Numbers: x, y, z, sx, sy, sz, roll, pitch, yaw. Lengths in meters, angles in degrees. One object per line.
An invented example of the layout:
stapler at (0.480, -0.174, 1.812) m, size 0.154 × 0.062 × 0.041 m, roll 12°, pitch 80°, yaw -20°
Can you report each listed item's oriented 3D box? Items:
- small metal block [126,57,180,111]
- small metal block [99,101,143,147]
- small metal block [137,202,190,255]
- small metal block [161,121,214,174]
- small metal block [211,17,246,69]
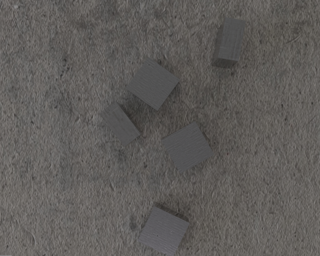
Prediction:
small metal block at (-0.009, -0.057, 0.410) m, size 0.050 × 0.025 × 0.050 m, roll 36°, pitch 90°, yaw 0°
small metal block at (-0.048, -0.005, 0.397) m, size 0.025 × 0.050 × 0.050 m, roll -37°, pitch 90°, yaw 0°
small metal block at (0.005, 0.134, 0.410) m, size 0.050 × 0.025 × 0.050 m, roll 26°, pitch 90°, yaw 0°
small metal block at (0.036, 0.025, 0.410) m, size 0.050 × 0.025 × 0.050 m, roll -30°, pitch 90°, yaw 0°
small metal block at (0.087, -0.107, 0.398) m, size 0.025 × 0.050 × 0.050 m, roll 10°, pitch 90°, yaw 0°
